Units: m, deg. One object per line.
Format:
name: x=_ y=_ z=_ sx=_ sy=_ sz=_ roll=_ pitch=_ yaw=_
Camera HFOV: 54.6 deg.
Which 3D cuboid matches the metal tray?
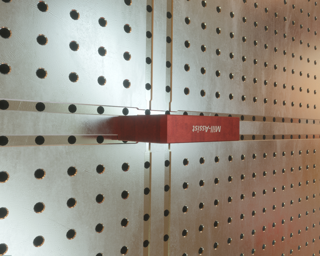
metal tray: x=0.025 y=0.001 z=0.386 sx=0.131 sy=0.090 sz=0.030 roll=0 pitch=90 yaw=-40
